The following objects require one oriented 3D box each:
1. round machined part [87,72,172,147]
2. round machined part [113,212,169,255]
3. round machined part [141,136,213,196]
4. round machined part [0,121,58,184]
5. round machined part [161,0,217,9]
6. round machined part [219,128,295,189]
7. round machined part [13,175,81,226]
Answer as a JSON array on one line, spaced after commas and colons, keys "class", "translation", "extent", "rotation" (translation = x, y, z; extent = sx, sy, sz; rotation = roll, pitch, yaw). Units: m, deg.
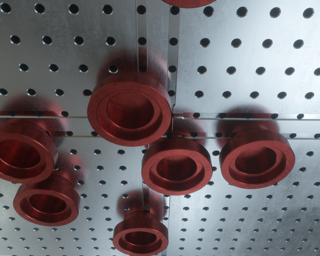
[{"class": "round machined part", "translation": [-0.035, -0.026, 0.378], "extent": [0.099, 0.042, 0.097], "rotation": [0, 130, 0]}, {"class": "round machined part", "translation": [-0.034, 0.189, 0.560], "extent": [0.099, 0.042, 0.097], "rotation": [0, 130, 0]}, {"class": "round machined part", "translation": [0.024, 0.050, 0.443], "extent": [0.099, 0.042, 0.097], "rotation": [0, 130, 0]}, {"class": "round machined part", "translation": [-0.189, 0.029, 0.423], "extent": [0.099, 0.042, 0.097], "rotation": [0, 130, 0]}, {"class": "round machined part", "translation": [0.028, -0.153, 0.270], "extent": [0.099, 0.042, 0.097], "rotation": [0, 130, 0]}, {"class": "round machined part", "translation": [0.132, 0.039, 0.434], "extent": [0.099, 0.042, 0.097], "rotation": [0, 130, 0]}, {"class": "round machined part", "translation": [-0.176, 0.112, 0.494], "extent": [0.099, 0.042, 0.097], "rotation": [0, 130, 0]}]
